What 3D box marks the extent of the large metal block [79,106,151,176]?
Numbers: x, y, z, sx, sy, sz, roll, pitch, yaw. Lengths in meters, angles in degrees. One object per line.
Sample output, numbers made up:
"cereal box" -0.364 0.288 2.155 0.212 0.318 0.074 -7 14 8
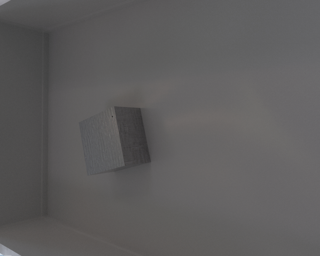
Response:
"large metal block" -0.066 0.020 0.447 0.080 0.050 0.080 -19 78 38
